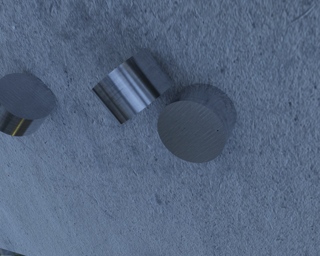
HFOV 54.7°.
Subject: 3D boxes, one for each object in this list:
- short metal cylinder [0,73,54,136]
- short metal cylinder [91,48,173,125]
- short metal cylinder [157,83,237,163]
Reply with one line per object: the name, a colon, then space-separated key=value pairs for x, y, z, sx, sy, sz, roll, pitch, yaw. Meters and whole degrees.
short metal cylinder: x=-0.206 y=-0.034 z=0.459 sx=0.080 sy=0.080 sz=0.050 roll=47 pitch=129 yaw=-5
short metal cylinder: x=-0.032 y=-0.048 z=0.359 sx=0.080 sy=0.080 sz=0.050 roll=-31 pitch=101 yaw=38
short metal cylinder: x=0.044 y=-0.006 z=0.364 sx=0.080 sy=0.050 sz=0.079 roll=13 pitch=124 yaw=21
